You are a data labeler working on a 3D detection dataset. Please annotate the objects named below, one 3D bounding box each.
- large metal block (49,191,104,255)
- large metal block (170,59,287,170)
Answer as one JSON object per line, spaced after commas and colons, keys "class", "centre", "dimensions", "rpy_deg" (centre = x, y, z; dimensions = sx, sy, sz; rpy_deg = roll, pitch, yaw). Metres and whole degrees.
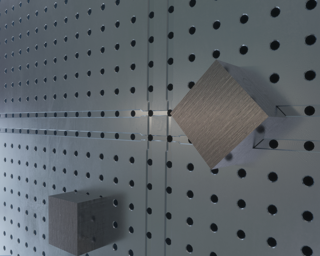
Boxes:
{"class": "large metal block", "centre": [-0.138, 0.153, 0.509], "dimensions": [0.080, 0.050, 0.080], "rpy_deg": [0, 90, 40]}
{"class": "large metal block", "centre": [0.071, -0.014, 0.335], "dimensions": [0.080, 0.050, 0.080], "rpy_deg": [-50, 61, 28]}
